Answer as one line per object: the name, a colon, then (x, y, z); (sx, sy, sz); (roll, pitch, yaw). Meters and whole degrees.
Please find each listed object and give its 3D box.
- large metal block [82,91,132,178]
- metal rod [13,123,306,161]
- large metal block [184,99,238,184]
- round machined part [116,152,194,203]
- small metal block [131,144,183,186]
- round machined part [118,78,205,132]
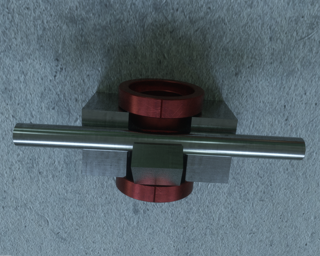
large metal block: (-0.062, 0.005, 0.383); (0.050, 0.080, 0.079); (4, 110, -2)
metal rod: (0.001, 0.015, 0.331); (0.302, 0.025, 0.025); (3, 110, -2)
large metal block: (0.057, 0.013, 0.387); (0.050, 0.080, 0.079); (4, 110, -1)
round machined part: (-0.005, 0.051, 0.391); (0.099, 0.098, 0.042); (4, 105, -2)
small metal block: (-0.002, 0.040, 0.326); (0.050, 0.025, 0.050); (2, 151, 1)
round machined part: (0.001, -0.027, 0.362); (0.099, 0.098, 0.042); (4, 111, -2)
